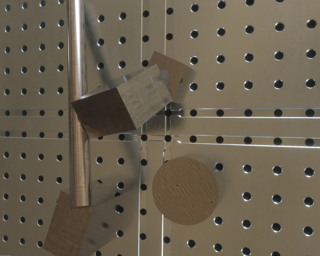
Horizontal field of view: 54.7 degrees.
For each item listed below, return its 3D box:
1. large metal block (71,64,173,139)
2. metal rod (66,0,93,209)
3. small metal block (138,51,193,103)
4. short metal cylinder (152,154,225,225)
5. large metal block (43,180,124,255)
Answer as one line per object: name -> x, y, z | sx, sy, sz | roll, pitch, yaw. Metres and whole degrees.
large metal block -> -0.045, -0.033, 0.380 | 0.080, 0.080, 0.050 | -11, 111, 39
metal rod -> -0.108, -0.048, 0.407 | 0.025, 0.025, 0.299 | -14, 69, 19
small metal block -> 0.007, -0.067, 0.409 | 0.050, 0.025, 0.050 | 29, 99, 17
short metal cylinder -> 0.037, 0.074, 0.386 | 0.080, 0.050, 0.079 | 0, 90, 19
large metal block -> -0.100, 0.123, 0.417 | 0.050, 0.080, 0.080 | 21, 97, 18
